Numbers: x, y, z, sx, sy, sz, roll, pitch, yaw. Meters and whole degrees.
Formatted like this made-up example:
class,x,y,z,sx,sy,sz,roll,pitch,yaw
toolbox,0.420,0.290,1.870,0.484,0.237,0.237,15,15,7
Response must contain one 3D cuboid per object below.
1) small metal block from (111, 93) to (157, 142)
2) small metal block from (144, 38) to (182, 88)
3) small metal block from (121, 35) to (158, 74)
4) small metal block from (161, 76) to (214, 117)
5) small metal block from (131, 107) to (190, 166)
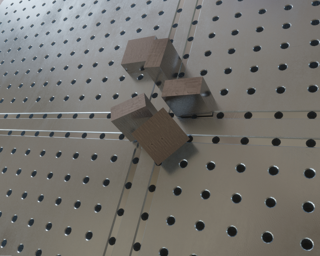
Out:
class,x,y,z,sx,sy,sz,roll,pitch,yaw
small metal block,-0.031,-0.013,0.413,0.050,0.050,0.025,-23,47,14
small metal block,0.005,-0.092,0.444,0.025,0.050,0.050,2,63,29
small metal block,-0.029,-0.116,0.493,0.050,0.025,0.050,-2,61,27
small metal block,0.037,-0.038,0.396,0.050,0.050,0.025,-2,61,27
small metal block,0.001,0.010,0.384,0.050,0.025,0.050,-40,90,1
